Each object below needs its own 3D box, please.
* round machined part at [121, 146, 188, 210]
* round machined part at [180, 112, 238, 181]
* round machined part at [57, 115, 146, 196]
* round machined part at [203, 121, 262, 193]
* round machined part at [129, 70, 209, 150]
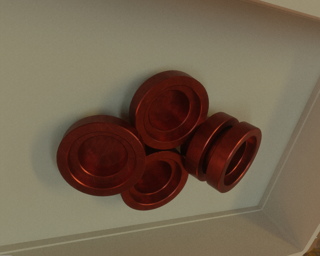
[{"bbox_3d":[-0.013,0.062,0.426,0.099,0.042,0.097,-14,124,-21],"label":"round machined part"},{"bbox_3d":[0.066,0.021,0.431,0.099,0.042,0.097,-33,139,-34],"label":"round machined part"},{"bbox_3d":[-0.066,0.028,0.364,0.099,0.042,0.097,-2,116,-4],"label":"round machined part"},{"bbox_3d":[0.091,0.034,0.416,0.099,0.042,0.097,-33,140,-34],"label":"round machined part"},{"bbox_3d":[0.008,-0.025,0.383,0.099,0.042,0.097,-14,124,-21],"label":"round machined part"}]
